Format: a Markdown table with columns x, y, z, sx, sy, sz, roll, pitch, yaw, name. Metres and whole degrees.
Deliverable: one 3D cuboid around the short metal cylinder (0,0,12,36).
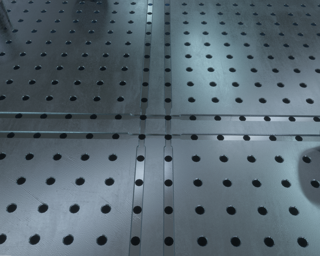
| x | y | z | sx | sy | sz | roll | pitch | yaw | name |
| --- | --- | --- | --- | --- | --- | --- | --- | --- | --- |
| -0.319 | -0.205 | 0.559 | 0.081 | 0.050 | 0.080 | 0 | 50 | 0 | short metal cylinder |
